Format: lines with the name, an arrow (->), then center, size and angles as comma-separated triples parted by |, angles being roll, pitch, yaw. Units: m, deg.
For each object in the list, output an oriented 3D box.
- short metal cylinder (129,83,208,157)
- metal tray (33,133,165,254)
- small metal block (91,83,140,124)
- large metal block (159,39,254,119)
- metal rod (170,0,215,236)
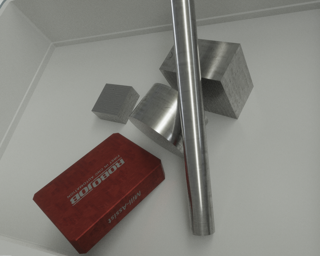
short metal cylinder -> 0.010, -0.009, 0.370 | 0.080, 0.080, 0.050 | 28, 78, 37
metal tray -> -0.070, 0.069, 0.368 | 0.090, 0.030, 0.131 | 29, 57, 37
small metal block -> -0.066, -0.037, 0.461 | 0.050, 0.025, 0.050 | 11, 67, 32
large metal block -> 0.059, -0.061, 0.376 | 0.080, 0.080, 0.050 | 18, 72, 35
metal rod -> 0.031, -0.041, 0.322 | 0.025, 0.025, 0.298 | -5, 89, 25
